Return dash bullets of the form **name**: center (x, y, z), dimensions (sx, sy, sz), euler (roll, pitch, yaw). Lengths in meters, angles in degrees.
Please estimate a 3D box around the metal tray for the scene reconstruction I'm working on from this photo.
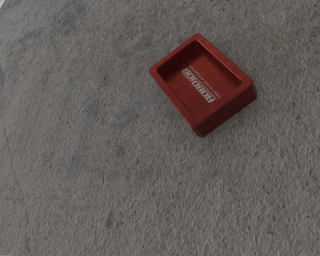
- **metal tray**: center (0.052, -0.061, 0.411), dimensions (0.090, 0.030, 0.130), euler (-37, 51, 3)
